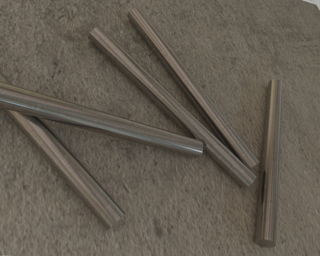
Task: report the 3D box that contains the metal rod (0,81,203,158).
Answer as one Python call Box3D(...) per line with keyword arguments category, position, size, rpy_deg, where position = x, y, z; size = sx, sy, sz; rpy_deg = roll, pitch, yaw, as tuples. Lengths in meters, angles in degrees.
Box3D(category="metal rod", position=(-0.078, -0.010, 0.345), size=(0.302, 0.025, 0.025), rpy_deg=(16, 55, -28))

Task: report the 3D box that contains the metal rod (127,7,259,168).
Box3D(category="metal rod", position=(0.045, -0.064, 0.468), size=(0.025, 0.025, 0.299), rpy_deg=(-28, 77, -38))

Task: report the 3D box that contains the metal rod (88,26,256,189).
Box3D(category="metal rod", position=(0.016, -0.030, 0.432), size=(0.300, 0.025, 0.025), rpy_deg=(44, 51, 2))

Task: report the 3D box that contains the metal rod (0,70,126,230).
Box3D(category="metal rod", position=(-0.146, -0.013, 0.333), size=(0.300, 0.025, 0.025), rpy_deg=(47, 51, 5))

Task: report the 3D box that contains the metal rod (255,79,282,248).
Box3D(category="metal rod", position=(0.172, 0.032, 0.479), size=(0.025, 0.025, 0.300), rpy_deg=(28, 52, -11))
